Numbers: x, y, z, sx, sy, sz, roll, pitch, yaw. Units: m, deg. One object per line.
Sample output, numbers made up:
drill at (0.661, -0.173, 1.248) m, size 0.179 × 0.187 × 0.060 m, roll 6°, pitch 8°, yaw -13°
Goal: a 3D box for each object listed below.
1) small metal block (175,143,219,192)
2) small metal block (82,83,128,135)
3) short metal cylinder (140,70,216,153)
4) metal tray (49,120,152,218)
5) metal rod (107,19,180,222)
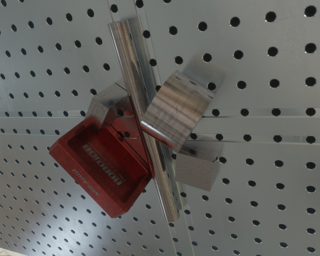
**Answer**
small metal block at (0.049, 0.052, 0.417) m, size 0.050 × 0.025 × 0.050 m, roll 14°, pitch 124°, yaw 20°
small metal block at (-0.073, -0.026, 0.414) m, size 0.025 × 0.050 × 0.050 m, roll 36°, pitch 129°, yaw 4°
short metal cylinder at (0.021, -0.018, 0.352) m, size 0.050 × 0.080 × 0.079 m, roll 33°, pitch 129°, yaw 6°
metal tray at (-0.078, 0.050, 0.438) m, size 0.130 × 0.090 × 0.030 m, roll 48°, pitch 129°, yaw -6°
metal rod at (-0.015, 0.008, 0.422) m, size 0.025 × 0.025 × 0.298 m, roll 0°, pitch 119°, yaw 28°
